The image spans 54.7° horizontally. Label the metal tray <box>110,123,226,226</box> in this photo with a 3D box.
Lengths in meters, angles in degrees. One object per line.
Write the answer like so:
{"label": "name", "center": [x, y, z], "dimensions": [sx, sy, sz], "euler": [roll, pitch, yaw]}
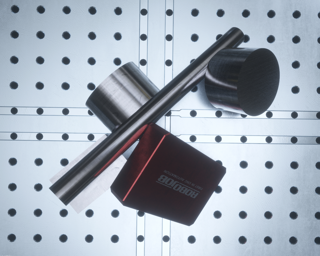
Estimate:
{"label": "metal tray", "center": [0.016, 0.061, 0.371], "dimensions": [0.130, 0.030, 0.090], "euler": [32, 90, -42]}

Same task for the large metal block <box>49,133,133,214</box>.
{"label": "large metal block", "center": [-0.076, 0.051, 0.384], "dimensions": [0.080, 0.080, 0.050], "euler": [-39, 90, 0]}

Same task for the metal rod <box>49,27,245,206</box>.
{"label": "metal rod", "center": [0.001, -0.028, 0.360], "dimensions": [0.025, 0.025, 0.301], "euler": [47, 68, 0]}

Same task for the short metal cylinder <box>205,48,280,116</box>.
{"label": "short metal cylinder", "center": [0.102, -0.058, 0.382], "dimensions": [0.081, 0.050, 0.079], "euler": [-11, 109, -35]}

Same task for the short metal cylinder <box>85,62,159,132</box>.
{"label": "short metal cylinder", "center": [-0.045, -0.036, 0.385], "dimensions": [0.080, 0.080, 0.050], "euler": [-43, 91, 0]}
